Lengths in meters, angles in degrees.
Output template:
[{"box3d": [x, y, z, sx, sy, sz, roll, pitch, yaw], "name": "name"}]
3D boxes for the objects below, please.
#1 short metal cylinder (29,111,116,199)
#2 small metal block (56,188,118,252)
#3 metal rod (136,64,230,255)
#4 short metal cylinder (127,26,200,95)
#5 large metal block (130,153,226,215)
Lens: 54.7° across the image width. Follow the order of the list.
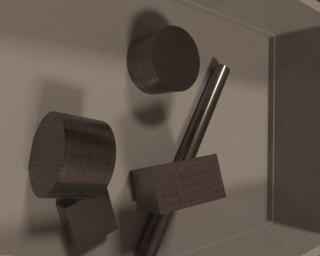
[{"box3d": [-0.086, 0.028, 0.300, 0.050, 0.080, 0.080, 12, 82, -40], "name": "short metal cylinder"}, {"box3d": [-0.080, 0.098, 0.342, 0.050, 0.025, 0.050, -22, 104, -38], "name": "small metal block"}, {"box3d": [0.040, 0.035, 0.442, 0.025, 0.025, 0.300, 38, 67, -34], "name": "metal rod"}, {"box3d": [0.005, -0.084, 0.396, 0.081, 0.050, 0.079, 0, 90, -40], "name": "short metal cylinder"}, {"box3d": [0.018, 0.066, 0.369, 0.081, 0.080, 0.050, -8, 83, -23], "name": "large metal block"}]
